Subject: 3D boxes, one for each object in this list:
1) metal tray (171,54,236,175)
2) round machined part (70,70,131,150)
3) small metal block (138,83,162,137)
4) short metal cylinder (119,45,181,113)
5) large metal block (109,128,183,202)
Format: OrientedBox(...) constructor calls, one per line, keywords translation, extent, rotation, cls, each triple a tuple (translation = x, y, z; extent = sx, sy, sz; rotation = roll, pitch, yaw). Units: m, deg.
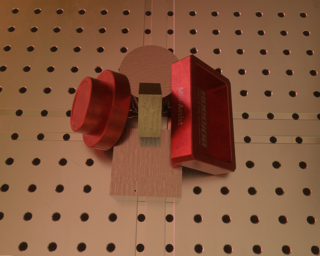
OrientedBox(translation=(0.055, -0.014, 0.384), extent=(0.030, 0.090, 0.130), rotation=(-17, 63, 40), cls="metal tray")
OrientedBox(translation=(-0.077, -0.024, 0.377), extent=(0.042, 0.098, 0.098), rotation=(14, 67, -31), cls="round machined part")
OrientedBox(translation=(-0.012, -0.022, 0.361), extent=(0.025, 0.050, 0.050), rotation=(1, 112, -3), cls="small metal block")
OrientedBox(translation=(-0.012, -0.064, 0.421), extent=(0.081, 0.050, 0.080), rotation=(0, 70, 0), cls="short metal cylinder")
OrientedBox(translation=(-0.015, 0.047, 0.381), extent=(0.080, 0.050, 0.080), rotation=(2, 70, 1), cls="large metal block")
